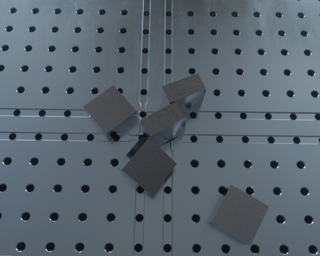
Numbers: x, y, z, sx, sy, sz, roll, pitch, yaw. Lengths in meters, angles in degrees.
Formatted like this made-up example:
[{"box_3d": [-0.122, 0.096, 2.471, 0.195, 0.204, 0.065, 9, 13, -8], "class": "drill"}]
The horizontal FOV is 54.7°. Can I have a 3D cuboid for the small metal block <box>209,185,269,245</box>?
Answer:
[{"box_3d": [0.095, 0.105, 0.375, 0.050, 0.025, 0.050, 30, 72, 10], "class": "small metal block"}]

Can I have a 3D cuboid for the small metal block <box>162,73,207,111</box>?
[{"box_3d": [0.031, -0.042, 0.414, 0.050, 0.050, 0.025, -21, 72, -8], "class": "small metal block"}]

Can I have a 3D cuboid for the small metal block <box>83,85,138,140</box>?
[{"box_3d": [-0.066, -0.021, 0.419, 0.050, 0.025, 0.050, -38, 75, -13], "class": "small metal block"}]

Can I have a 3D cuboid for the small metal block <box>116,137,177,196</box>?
[{"box_3d": [-0.017, 0.046, 0.383, 0.050, 0.025, 0.050, 45, 74, -17], "class": "small metal block"}]

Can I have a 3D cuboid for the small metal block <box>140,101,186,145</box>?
[{"box_3d": [0.005, -0.002, 0.399, 0.050, 0.050, 0.025, -29, 69, -10], "class": "small metal block"}]
